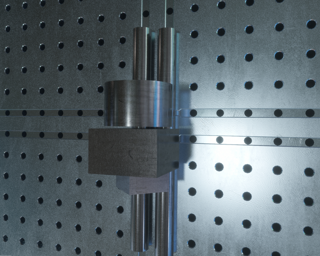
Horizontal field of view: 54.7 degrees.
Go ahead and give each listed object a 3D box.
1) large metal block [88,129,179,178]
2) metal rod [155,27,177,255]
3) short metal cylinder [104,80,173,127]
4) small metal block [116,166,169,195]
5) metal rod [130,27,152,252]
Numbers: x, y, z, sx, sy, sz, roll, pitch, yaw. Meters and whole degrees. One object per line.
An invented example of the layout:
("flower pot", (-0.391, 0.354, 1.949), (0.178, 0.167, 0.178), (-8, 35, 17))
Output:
("large metal block", (-0.027, 0.026, 0.366), (0.080, 0.080, 0.050), (1, 90, 19))
("metal rod", (0.007, 0.020, 0.410), (0.025, 0.025, 0.298), (1, 90, 19))
("short metal cylinder", (-0.025, -0.027, 0.369), (0.080, 0.080, 0.050), (1, 91, 19))
("small metal block", (-0.022, 0.063, 0.382), (0.050, 0.050, 0.025), (1, 91, -25))
("metal rod", (-0.026, 0.015, 0.422), (0.025, 0.025, 0.298), (1, 90, 19))
